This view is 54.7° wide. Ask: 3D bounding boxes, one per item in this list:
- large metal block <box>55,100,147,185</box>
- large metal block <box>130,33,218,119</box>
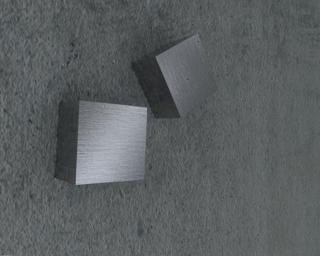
[{"bbox_3d":[-0.063,0.015,0.336,0.081,0.050,0.080,3,88,-40],"label":"large metal block"},{"bbox_3d":[0.021,-0.067,0.405,0.080,0.050,0.080,-37,113,-34],"label":"large metal block"}]
